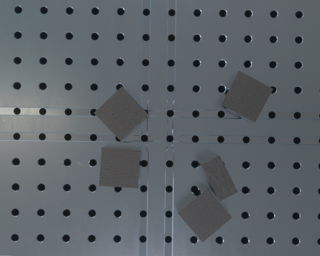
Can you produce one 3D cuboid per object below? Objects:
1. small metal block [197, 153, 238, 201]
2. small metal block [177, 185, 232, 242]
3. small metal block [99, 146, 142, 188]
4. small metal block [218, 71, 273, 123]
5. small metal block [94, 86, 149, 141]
[{"bbox_3d":[0.073,0.061,0.401,0.025,0.050,0.050,-27,90,0],"label":"small metal block"},{"bbox_3d":[0.058,0.113,0.414,0.050,0.025,0.050,-40,90,0],"label":"small metal block"},{"bbox_3d":[-0.052,0.052,0.413,0.050,0.025,0.050,4,90,0],"label":"small metal block"},{"bbox_3d":[0.113,-0.041,0.414,0.050,0.025,0.050,28,90,0],"label":"small metal block"},{"bbox_3d":[-0.050,-0.019,0.413,0.050,0.025,0.050,-43,90,0],"label":"small metal block"}]
